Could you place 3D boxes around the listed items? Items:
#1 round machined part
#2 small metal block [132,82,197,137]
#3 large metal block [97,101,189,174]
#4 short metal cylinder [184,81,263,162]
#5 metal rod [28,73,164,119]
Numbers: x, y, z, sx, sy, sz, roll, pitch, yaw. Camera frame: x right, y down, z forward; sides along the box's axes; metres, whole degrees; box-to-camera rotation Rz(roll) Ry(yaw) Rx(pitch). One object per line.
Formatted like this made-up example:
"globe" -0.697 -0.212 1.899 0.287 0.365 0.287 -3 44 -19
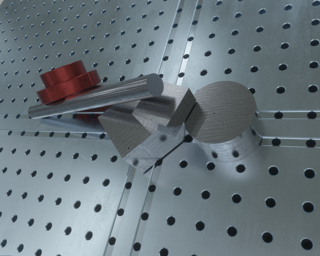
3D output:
"round machined part" -0.146 -0.075 0.483 0.098 0.042 0.098 -19 15 6
"small metal block" 0.005 -0.024 0.352 0.050 0.025 0.050 20 72 35
"large metal block" -0.021 -0.003 0.401 0.080 0.050 0.080 -39 51 1
"short metal cylinder" 0.074 -0.007 0.357 0.080 0.050 0.080 -13 56 20
"metal rod" -0.111 -0.036 0.431 0.300 0.025 0.025 -5 58 45
